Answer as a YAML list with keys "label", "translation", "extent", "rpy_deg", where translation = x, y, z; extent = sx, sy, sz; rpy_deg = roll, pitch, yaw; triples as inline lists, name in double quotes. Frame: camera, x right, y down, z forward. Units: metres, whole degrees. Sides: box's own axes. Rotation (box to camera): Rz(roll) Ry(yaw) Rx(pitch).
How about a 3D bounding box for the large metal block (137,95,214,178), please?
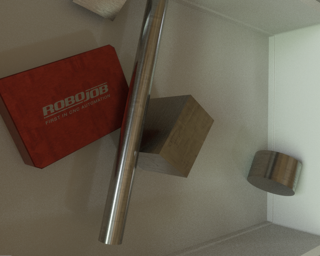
- label: "large metal block"
  translation: [0.006, 0.009, 0.378]
  extent: [0.050, 0.080, 0.080]
  rpy_deg: [43, 64, -32]

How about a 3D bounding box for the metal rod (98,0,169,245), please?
- label: "metal rod"
  translation: [-0.025, -0.026, 0.346]
  extent: [0.025, 0.025, 0.299]
  rpy_deg: [17, 79, -39]

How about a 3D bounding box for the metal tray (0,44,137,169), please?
- label: "metal tray"
  translation: [-0.093, -0.027, 0.327]
  extent: [0.131, 0.030, 0.090]
  rpy_deg: [-30, 109, -36]

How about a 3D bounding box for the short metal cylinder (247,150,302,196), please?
- label: "short metal cylinder"
  translation: [0.200, 0.079, 0.542]
  extent: [0.080, 0.080, 0.050]
  rpy_deg: [37, 67, -34]

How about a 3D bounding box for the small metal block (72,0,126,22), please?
- label: "small metal block"
  translation: [-0.062, -0.153, 0.337]
  extent: [0.050, 0.050, 0.025]
  rpy_deg: [15, 39, -39]
